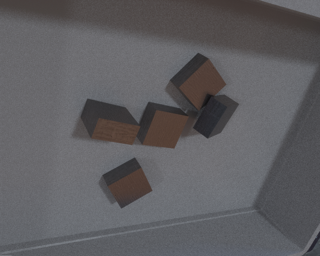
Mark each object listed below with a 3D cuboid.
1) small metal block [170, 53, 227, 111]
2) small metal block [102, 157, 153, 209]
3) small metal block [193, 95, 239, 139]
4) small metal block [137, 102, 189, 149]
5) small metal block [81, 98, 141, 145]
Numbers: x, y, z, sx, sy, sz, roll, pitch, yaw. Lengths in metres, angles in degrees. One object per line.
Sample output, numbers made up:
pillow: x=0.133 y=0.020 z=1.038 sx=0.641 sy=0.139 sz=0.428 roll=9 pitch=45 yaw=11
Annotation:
small metal block: x=0.050 y=-0.059 z=0.399 sx=0.050 sy=0.025 sz=0.050 roll=-44 pitch=129 yaw=2
small metal block: x=-0.044 y=0.077 z=0.432 sx=0.050 sy=0.025 sz=0.050 roll=-28 pitch=128 yaw=-10
small metal block: x=0.077 y=-0.017 z=0.423 sx=0.050 sy=0.025 sz=0.050 roll=-15 pitch=138 yaw=-58
small metal block: x=0.002 y=-0.003 z=0.408 sx=0.050 sy=0.025 sz=0.050 roll=9 pitch=114 yaw=-33
small metal block: x=-0.058 y=-0.007 z=0.356 sx=0.050 sy=0.050 sz=0.025 roll=12 pitch=112 yaw=-33
